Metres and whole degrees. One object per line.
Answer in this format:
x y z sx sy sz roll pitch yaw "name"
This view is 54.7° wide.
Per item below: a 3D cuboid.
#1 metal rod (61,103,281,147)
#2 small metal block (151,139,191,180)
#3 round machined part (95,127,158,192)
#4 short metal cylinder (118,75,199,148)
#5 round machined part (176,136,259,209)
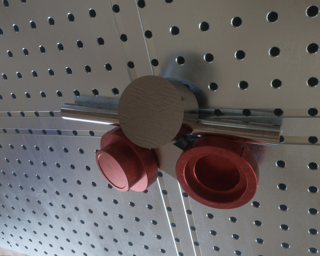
-0.004 -0.008 0.403 0.301 0.025 0.025 7 122 24 "metal rod"
0.016 0.034 0.419 0.050 0.025 0.050 32 129 7 "small metal block"
-0.053 0.050 0.437 0.098 0.042 0.097 29 137 31 "round machined part"
-0.001 -0.019 0.360 0.080 0.050 0.079 1 94 25 "short metal cylinder"
0.073 0.050 0.385 0.098 0.042 0.097 12 125 17 "round machined part"
